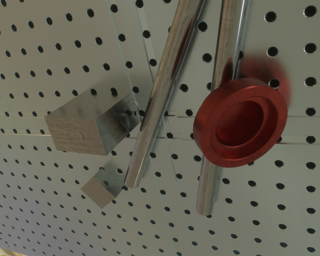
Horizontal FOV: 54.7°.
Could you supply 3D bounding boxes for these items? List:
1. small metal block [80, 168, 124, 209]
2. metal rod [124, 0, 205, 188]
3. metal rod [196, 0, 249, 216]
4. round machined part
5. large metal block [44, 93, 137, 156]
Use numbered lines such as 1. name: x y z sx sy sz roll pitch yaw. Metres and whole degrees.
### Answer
1. small metal block: -0.099 0.103 0.525 0.050 0.025 0.050 45 129 -4
2. metal rod: -0.004 -0.027 0.394 0.025 0.025 0.298 28 128 10
3. metal rod: 0.068 -0.008 0.369 0.025 0.025 0.298 15 125 19
4. round machined part: 0.080 -0.009 0.331 0.099 0.042 0.097 -10 124 -15
5. large metal block: -0.089 -0.009 0.415 0.080 0.080 0.050 4 120 26
